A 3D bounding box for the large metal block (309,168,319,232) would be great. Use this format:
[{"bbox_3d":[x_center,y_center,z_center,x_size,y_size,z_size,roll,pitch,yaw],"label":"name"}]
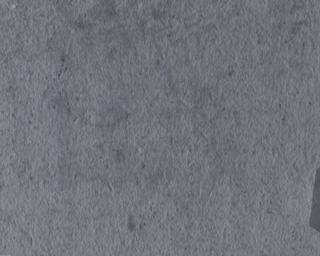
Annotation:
[{"bbox_3d":[0.235,0.098,0.386,0.050,0.080,0.080,7,90,0],"label":"large metal block"}]
